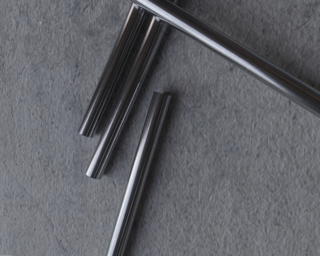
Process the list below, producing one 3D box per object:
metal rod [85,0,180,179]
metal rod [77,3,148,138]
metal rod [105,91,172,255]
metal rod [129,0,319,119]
[{"bbox_3d":[-0.033,-0.067,0.419,0.025,0.025,0.298,27,99,17],"label":"metal rod"},{"bbox_3d":[-0.044,-0.125,0.423,0.025,0.025,0.298,28,99,17],"label":"metal rod"},{"bbox_3d":[-0.039,0.097,0.421,0.025,0.025,0.298,19,96,18],"label":"metal rod"},{"bbox_3d":[0.071,-0.100,0.366,0.300,0.025,0.025,35,101,9],"label":"metal rod"}]
